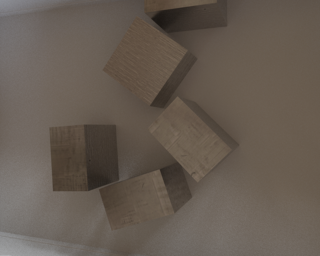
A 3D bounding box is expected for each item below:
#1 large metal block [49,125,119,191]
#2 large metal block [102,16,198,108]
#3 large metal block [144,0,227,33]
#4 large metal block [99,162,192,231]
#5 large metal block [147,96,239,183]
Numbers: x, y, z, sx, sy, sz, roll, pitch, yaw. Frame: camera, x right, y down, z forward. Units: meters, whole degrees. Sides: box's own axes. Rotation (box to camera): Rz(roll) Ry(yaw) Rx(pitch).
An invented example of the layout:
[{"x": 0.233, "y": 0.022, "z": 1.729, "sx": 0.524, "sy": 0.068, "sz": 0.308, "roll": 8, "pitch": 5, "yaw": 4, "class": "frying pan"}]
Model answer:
[{"x": -0.098, "y": 0.037, "z": 0.415, "sx": 0.050, "sy": 0.080, "sz": 0.079, "roll": -4, "pitch": 89, "yaw": 20, "class": "large metal block"}, {"x": -0.012, "y": -0.082, "z": 0.401, "sx": 0.080, "sy": 0.050, "sz": 0.080, "roll": 38, "pitch": 102, "yaw": 15, "class": "large metal block"}, {"x": 0.034, "y": -0.154, "z": 0.369, "sx": 0.080, "sy": 0.080, "sz": 0.050, "roll": 0, "pitch": 90, "yaw": 19, "class": "large metal block"}, {"x": -0.015, "y": 0.082, "z": 0.386, "sx": 0.080, "sy": 0.080, "sz": 0.050, "roll": -21, "pitch": 83, "yaw": 18, "class": "large metal block"}, {"x": 0.043, "y": 0.011, "z": 0.366, "sx": 0.080, "sy": 0.080, "sz": 0.050, "roll": 46, "pitch": 104, "yaw": 14, "class": "large metal block"}]
